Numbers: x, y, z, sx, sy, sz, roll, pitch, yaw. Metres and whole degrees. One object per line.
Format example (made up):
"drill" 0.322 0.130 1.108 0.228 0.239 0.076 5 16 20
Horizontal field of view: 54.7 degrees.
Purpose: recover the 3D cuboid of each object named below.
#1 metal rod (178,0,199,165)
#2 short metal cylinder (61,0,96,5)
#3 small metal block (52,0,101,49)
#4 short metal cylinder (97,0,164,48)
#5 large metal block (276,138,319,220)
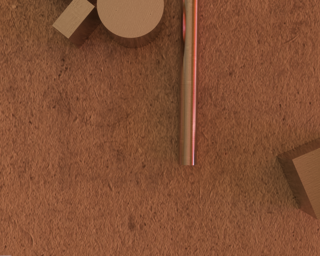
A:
"metal rod" 0.039 -0.101 0.410 0.025 0.025 0.298 1 90 -1
"short metal cylinder" -0.108 -0.203 0.396 0.081 0.050 0.079 0 90 -1
"small metal block" -0.104 -0.134 0.396 0.025 0.050 0.050 39 90 -1
"short metal cylinder" -0.036 -0.148 0.397 0.081 0.050 0.079 0 90 -1
"large metal block" 0.213 0.059 0.400 0.080 0.050 0.080 -23 90 -1
